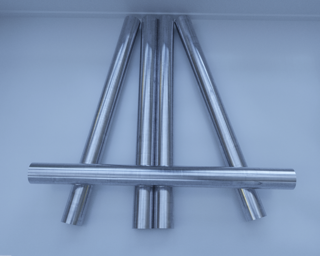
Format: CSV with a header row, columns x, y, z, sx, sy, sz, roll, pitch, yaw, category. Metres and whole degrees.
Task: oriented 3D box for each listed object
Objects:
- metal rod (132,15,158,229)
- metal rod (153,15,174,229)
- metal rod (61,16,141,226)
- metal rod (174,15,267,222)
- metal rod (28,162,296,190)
x,y,z,sx,sy,sz,roll,pitch,yaw,category
-0.018,-0.022,0.416,0.025,0.025,0.299,1,70,0,metal rod
0.007,-0.022,0.416,0.025,0.025,0.299,1,70,0,metal rod
-0.073,-0.024,0.416,0.025,0.025,0.299,12,70,4,metal rod
0.074,-0.027,0.419,0.025,0.025,0.299,-15,71,-5,metal rod
0.002,0.056,0.360,0.302,0.025,0.025,1,70,0,metal rod
